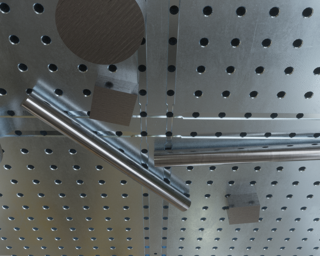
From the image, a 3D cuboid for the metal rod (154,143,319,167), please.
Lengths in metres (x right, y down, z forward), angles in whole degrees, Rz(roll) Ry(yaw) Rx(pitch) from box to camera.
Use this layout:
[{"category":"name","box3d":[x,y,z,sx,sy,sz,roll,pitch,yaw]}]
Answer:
[{"category":"metal rod","box3d":[0.143,0.037,0.444,0.302,0.025,0.025,-3,130,2]}]

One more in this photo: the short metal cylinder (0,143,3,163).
[{"category":"short metal cylinder","box3d":[-0.249,0.023,0.393,0.081,0.080,0.050,5,130,-4]}]

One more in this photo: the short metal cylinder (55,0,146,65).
[{"category":"short metal cylinder","box3d":[-0.054,-0.109,0.302,0.081,0.050,0.079,0,130,0]}]

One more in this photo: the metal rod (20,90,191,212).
[{"category":"metal rod","box3d":[-0.060,0.046,0.450,0.025,0.025,0.301,-36,122,26]}]

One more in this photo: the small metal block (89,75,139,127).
[{"category":"small metal block","box3d":[-0.057,-0.033,0.383,0.050,0.025,0.050,12,129,-10]}]

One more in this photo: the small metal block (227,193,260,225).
[{"category":"small metal block","box3d":[0.142,0.139,0.532,0.050,0.025,0.050,-7,130,5]}]
